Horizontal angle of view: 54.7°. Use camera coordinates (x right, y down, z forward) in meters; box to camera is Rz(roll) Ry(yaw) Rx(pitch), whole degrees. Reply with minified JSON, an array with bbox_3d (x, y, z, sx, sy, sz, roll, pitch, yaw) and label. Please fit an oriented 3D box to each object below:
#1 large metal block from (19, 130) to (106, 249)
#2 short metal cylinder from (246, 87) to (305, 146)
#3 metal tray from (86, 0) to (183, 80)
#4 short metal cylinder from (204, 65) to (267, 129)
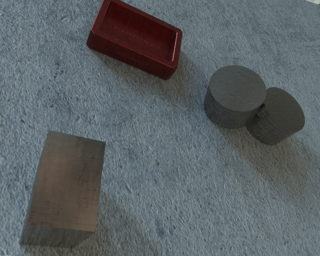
[{"bbox_3d":[-0.090,0.060,0.284,0.050,0.080,0.080,14,56,-21],"label":"large metal block"},{"bbox_3d":[0.182,-0.018,0.497,0.081,0.050,0.080,14,56,-21],"label":"short metal cylinder"},{"bbox_3d":[-0.034,-0.135,0.464,0.131,0.030,0.090,21,54,-16],"label":"metal tray"},{"bbox_3d":[0.108,-0.045,0.457,0.081,0.050,0.080,1,61,-2],"label":"short metal cylinder"}]
